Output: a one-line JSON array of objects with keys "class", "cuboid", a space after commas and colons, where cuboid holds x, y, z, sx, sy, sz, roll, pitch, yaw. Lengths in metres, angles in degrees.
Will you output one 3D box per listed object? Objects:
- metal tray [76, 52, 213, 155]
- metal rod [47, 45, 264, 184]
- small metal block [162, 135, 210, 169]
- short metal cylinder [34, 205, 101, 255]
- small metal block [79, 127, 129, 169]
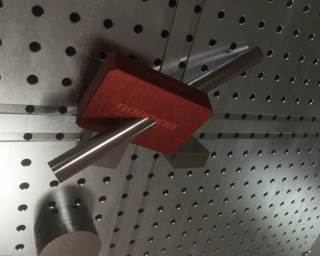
[{"class": "metal tray", "cuboid": [-0.017, -0.021, 0.354, 0.131, 0.030, 0.090, 20, 130, -28]}, {"class": "metal rod", "cuboid": [0.012, -0.028, 0.369, 0.302, 0.025, 0.025, -32, 130, -21]}, {"class": "small metal block", "cuboid": [0.033, 0.032, 0.434, 0.050, 0.050, 0.025, 2, 118, -30]}, {"class": "short metal cylinder", "cuboid": [-0.126, 0.152, 0.421, 0.081, 0.050, 0.079, -14, 125, -21]}, {"class": "small metal block", "cuboid": [-0.071, 0.021, 0.387, 0.050, 0.025, 0.050, 15, 111, -35]}]
